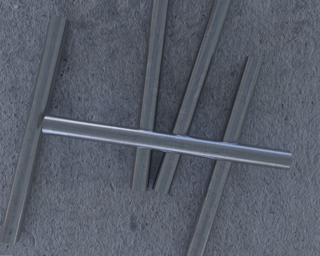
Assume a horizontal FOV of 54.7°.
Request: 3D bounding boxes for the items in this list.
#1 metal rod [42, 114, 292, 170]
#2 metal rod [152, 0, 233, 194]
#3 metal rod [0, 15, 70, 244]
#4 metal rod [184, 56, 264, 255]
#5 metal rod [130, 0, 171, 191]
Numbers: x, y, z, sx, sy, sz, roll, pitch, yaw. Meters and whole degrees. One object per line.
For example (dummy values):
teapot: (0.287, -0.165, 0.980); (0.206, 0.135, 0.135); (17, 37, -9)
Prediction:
metal rod: (0.009, 0.018, 0.383); (0.302, 0.025, 0.025); (8, 90, 0)
metal rod: (0.047, -0.059, 0.410); (0.025, 0.025, 0.298); (18, 90, 0)
metal rod: (-0.165, 0.002, 0.408); (0.025, 0.025, 0.298); (13, 90, 0)
metal rod: (0.081, 0.052, 0.410); (0.025, 0.025, 0.298); (17, 90, 0)
metal rod: (-0.010, -0.068, 0.409); (0.025, 0.025, 0.298); (7, 90, 0)
